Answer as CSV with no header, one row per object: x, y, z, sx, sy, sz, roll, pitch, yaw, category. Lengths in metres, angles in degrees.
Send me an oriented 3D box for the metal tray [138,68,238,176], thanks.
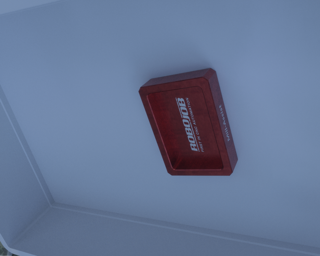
0.037,-0.002,0.385,0.090,0.030,0.129,-5,116,30,metal tray
